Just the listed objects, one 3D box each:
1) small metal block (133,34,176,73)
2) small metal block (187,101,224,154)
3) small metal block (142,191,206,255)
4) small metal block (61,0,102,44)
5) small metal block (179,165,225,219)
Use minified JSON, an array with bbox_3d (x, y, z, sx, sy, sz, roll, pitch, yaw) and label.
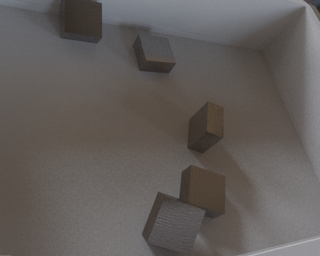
[{"bbox_3d":[-0.009,-0.113,0.471,0.050,0.025,0.050,-1,62,-29],"label":"small metal block"},{"bbox_3d":[0.062,0.000,0.425,0.025,0.050,0.050,20,54,-17],"label":"small metal block"},{"bbox_3d":[0.015,0.103,0.338,0.050,0.025,0.050,23,84,-15],"label":"small metal block"},{"bbox_3d":[-0.108,-0.148,0.427,0.050,0.025,0.050,1,85,-28],"label":"small metal block"},{"bbox_3d":[0.053,0.080,0.387,0.050,0.025,0.050,20,54,-17],"label":"small metal block"}]
